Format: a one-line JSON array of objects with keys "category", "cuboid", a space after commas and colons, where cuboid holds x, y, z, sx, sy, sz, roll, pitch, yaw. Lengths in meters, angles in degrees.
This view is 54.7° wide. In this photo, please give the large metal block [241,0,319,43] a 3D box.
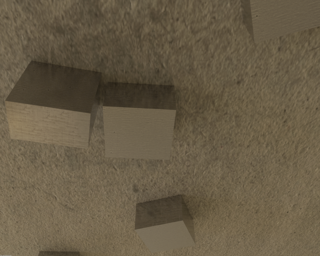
[{"category": "large metal block", "cuboid": [0.116, -0.134, 0.279, 0.080, 0.050, 0.080, -13, 129, 10]}]

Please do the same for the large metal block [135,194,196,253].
[{"category": "large metal block", "cuboid": [0.010, 0.166, 0.533, 0.080, 0.050, 0.080, -15, 129, 11]}]

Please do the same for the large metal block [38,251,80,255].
[{"category": "large metal block", "cuboid": [-0.209, 0.301, 0.644, 0.081, 0.050, 0.079, 1, 130, -2]}]

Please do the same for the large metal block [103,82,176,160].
[{"category": "large metal block", "cuboid": [-0.025, -0.008, 0.384, 0.081, 0.050, 0.079, 3, 130, -3]}]

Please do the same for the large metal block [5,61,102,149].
[{"category": "large metal block", "cuboid": [-0.113, -0.027, 0.346, 0.081, 0.080, 0.050, 8, 130, -8]}]
